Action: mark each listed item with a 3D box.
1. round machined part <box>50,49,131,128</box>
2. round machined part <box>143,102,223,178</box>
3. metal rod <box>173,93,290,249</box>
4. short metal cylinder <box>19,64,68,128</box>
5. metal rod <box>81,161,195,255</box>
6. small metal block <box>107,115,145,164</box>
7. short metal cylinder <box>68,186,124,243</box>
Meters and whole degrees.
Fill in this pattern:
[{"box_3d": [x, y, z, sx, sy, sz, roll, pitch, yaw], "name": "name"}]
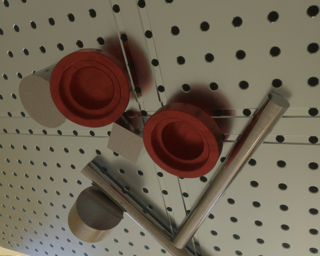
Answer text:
[{"box_3d": [-0.085, -0.053, 0.398, 0.099, 0.042, 0.097, 1, 113, 2], "name": "round machined part"}, {"box_3d": [0.031, 0.012, 0.391, 0.098, 0.042, 0.097, 13, 124, 21], "name": "round machined part"}, {"box_3d": [0.079, 0.079, 0.418, 0.025, 0.025, 0.298, 30, 128, 9], "name": "metal rod"}, {"box_3d": [-0.153, -0.047, 0.447, 0.080, 0.050, 0.079, 13, 124, 21], "name": "short metal cylinder"}, {"box_3d": [-0.013, 0.166, 0.520, 0.300, 0.025, 0.025, 43, 129, -2], "name": "metal rod"}, {"box_3d": [-0.044, 0.016, 0.444, 0.050, 0.025, 0.050, 29, 128, 9], "name": "small metal block"}, {"box_3d": [-0.108, 0.145, 0.522, 0.080, 0.080, 0.050, 38, 129, 2], "name": "short metal cylinder"}]
